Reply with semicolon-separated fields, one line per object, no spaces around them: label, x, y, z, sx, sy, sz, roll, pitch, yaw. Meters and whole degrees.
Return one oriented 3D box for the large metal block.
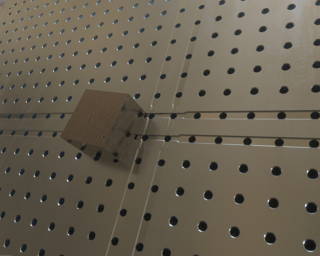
large metal block;-0.079;-0.005;0.438;0.080;0.050;0.080;10;67;32
